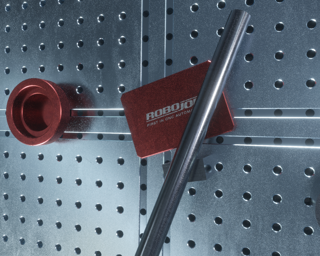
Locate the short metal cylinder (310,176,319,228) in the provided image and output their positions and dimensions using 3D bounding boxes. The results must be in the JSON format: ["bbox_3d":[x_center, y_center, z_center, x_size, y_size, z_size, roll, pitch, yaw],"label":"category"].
[{"bbox_3d":[0.205,0.084,0.327,0.080,0.050,0.079,0,90,19],"label":"short metal cylinder"}]

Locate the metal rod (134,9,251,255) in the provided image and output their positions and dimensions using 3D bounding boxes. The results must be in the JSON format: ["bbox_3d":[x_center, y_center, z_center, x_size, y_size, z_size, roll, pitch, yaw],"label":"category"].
[{"bbox_3d":[0.039,0.007,0.351,0.025,0.025,0.299,21,86,18],"label":"metal rod"}]

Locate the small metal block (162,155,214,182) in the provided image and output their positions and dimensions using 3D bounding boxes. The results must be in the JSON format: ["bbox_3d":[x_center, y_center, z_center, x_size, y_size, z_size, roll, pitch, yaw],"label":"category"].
[{"bbox_3d":[0.036,0.052,0.386,0.050,0.050,0.025,-11,86,19],"label":"small metal block"}]

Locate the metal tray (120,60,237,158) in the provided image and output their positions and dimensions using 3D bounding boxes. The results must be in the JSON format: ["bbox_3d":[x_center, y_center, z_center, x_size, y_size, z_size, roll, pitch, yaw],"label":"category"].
[{"bbox_3d":[0.022,-0.021,0.401,0.130,0.030,0.090,-19,84,18],"label":"metal tray"}]

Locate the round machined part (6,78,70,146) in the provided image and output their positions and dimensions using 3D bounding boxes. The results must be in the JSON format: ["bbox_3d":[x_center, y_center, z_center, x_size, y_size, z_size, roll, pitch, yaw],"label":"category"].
[{"bbox_3d":[-0.176,-0.023,0.464,0.098,0.042,0.097,0,90,19],"label":"round machined part"}]
